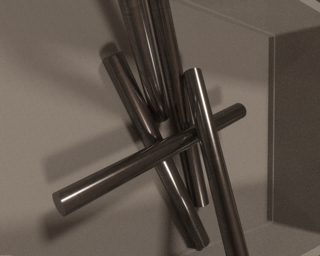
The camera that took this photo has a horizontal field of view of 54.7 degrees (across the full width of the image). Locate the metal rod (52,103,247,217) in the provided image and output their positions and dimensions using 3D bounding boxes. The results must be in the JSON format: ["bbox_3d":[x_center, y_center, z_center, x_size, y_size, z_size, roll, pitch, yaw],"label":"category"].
[{"bbox_3d":[0.013,0.023,0.385,0.302,0.025,0.025,-25,106,-37],"label":"metal rod"}]

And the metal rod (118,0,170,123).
[{"bbox_3d":[-0.024,-0.111,0.299,0.025,0.025,0.299,-52,148,-27],"label":"metal rod"}]

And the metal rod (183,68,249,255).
[{"bbox_3d":[0.071,0.065,0.370,0.025,0.025,0.299,5,66,-40],"label":"metal rod"}]

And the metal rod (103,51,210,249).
[{"bbox_3d":[0.004,0.043,0.411,0.025,0.025,0.299,-39,114,-33],"label":"metal rod"}]

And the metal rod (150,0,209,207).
[{"bbox_3d":[0.029,-0.031,0.432,0.025,0.025,0.298,-21,103,-38],"label":"metal rod"}]
